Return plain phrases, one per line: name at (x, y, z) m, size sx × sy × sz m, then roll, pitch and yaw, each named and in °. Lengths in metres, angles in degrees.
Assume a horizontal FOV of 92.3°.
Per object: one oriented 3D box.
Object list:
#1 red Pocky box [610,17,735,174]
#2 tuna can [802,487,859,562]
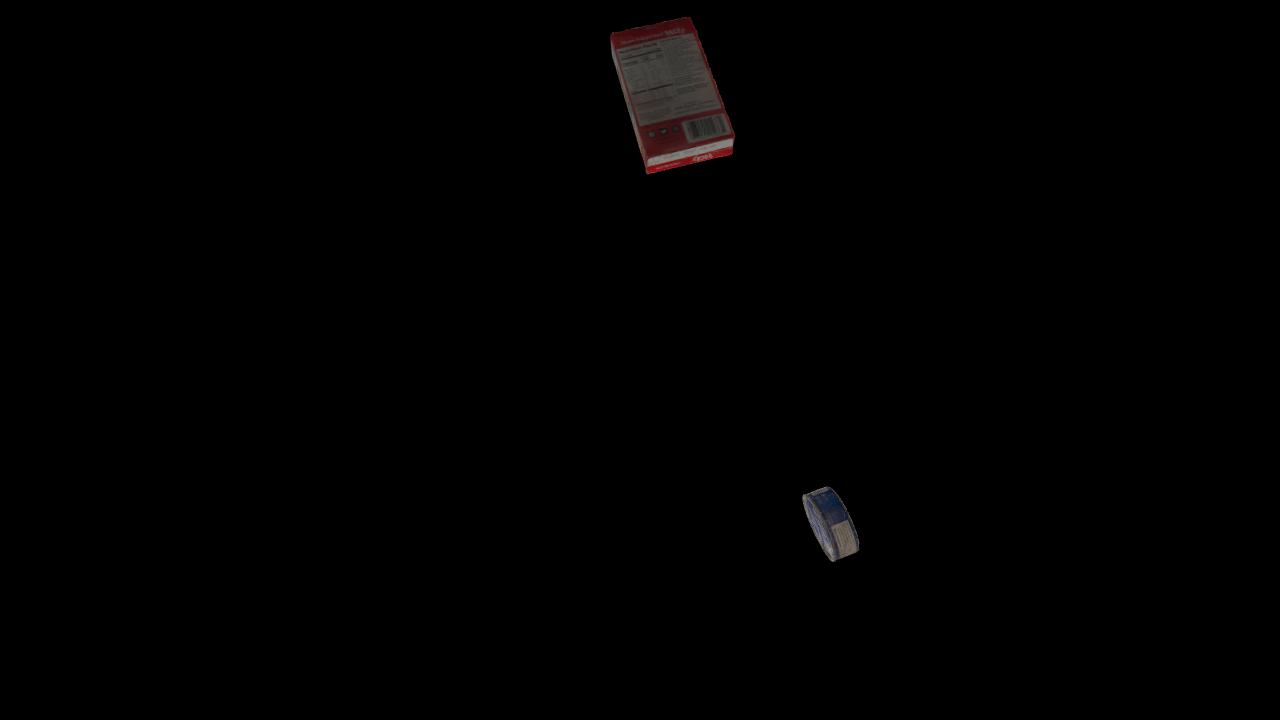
red Pocky box at (0.028, -0.248, 0.572) m, size 0.083 × 0.155 × 0.028 m, roll -13°, pitch -22°, yaw -1°
tuna can at (0.229, 0.196, 0.741) m, size 0.034 × 0.084 × 0.084 m, roll -21°, pitch 0°, yaw -1°
